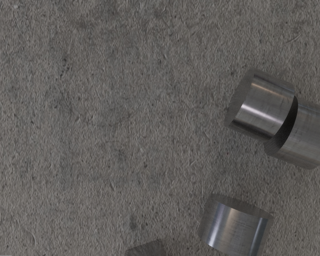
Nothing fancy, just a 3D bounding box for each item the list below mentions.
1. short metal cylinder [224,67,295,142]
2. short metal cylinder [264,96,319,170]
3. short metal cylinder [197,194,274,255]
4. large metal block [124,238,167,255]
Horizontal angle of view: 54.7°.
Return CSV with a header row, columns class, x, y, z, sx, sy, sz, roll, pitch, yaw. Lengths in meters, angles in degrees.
class,x,y,z,sx,sy,sz,roll,pitch,yaw
short metal cylinder,0.120,-0.028,0.383,0.050,0.080,0.080,23,90,0
short metal cylinder,0.172,0.005,0.384,0.050,0.080,0.080,21,90,0
short metal cylinder,0.092,0.120,0.383,0.080,0.080,0.050,18,90,0
large metal block,-0.010,0.197,0.382,0.050,0.080,0.080,-19,90,0
